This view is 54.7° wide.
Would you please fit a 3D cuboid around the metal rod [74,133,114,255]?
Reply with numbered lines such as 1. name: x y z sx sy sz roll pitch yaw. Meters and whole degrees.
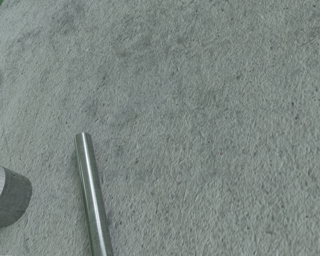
1. metal rod: -0.071 0.127 0.363 0.025 0.025 0.299 -28 52 10

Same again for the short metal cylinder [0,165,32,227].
1. short metal cylinder: -0.237 0.099 0.452 0.080 0.050 0.080 -13 56 21
